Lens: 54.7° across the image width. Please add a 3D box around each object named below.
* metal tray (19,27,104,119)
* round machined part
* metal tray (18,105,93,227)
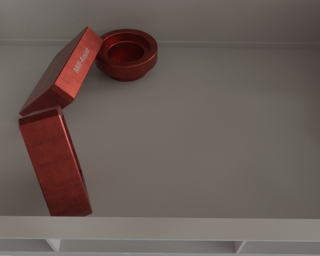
[{"bbox_3d":[-0.133,-0.073,0.426,0.090,0.030,0.130,-25,37,37],"label":"metal tray"},{"bbox_3d":[-0.053,-0.110,0.486,0.099,0.042,0.098,0,50,0],"label":"round machined part"},{"bbox_3d":[-0.098,0.026,0.298,0.030,0.089,0.130,-18,10,-15],"label":"metal tray"}]
